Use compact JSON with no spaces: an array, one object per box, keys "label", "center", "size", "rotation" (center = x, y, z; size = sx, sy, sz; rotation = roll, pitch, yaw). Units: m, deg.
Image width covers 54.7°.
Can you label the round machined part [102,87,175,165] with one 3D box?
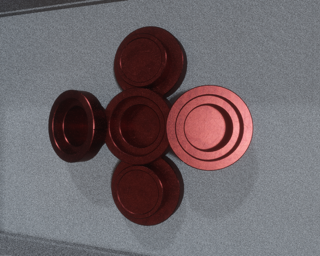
[{"label":"round machined part","center":[-0.023,-0.002,0.407],"size":[0.098,0.042,0.097],"rotation":[0,90,20]}]

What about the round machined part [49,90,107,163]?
[{"label":"round machined part","center":[-0.108,-0.002,0.429],"size":[0.098,0.042,0.097],"rotation":[0,90,37]}]

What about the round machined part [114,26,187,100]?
[{"label":"round machined part","center":[-0.017,-0.085,0.406],"size":[0.098,0.042,0.097],"rotation":[0,90,20]}]

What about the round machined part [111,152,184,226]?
[{"label":"round machined part","center":[-0.021,0.080,0.407],"size":[0.098,0.042,0.097],"rotation":[0,90,20]}]

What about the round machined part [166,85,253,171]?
[{"label":"round machined part","center":[0.057,0.000,0.371],"size":[0.099,0.042,0.097],"rotation":[0,90,3]}]
